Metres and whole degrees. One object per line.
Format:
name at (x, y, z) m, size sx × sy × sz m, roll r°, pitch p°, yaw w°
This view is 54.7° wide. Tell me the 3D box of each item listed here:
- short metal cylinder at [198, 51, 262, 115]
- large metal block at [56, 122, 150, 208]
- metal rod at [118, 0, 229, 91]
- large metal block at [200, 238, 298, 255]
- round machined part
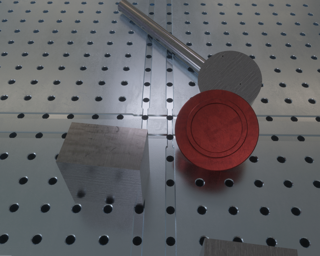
short metal cylinder at (0.092, -0.057, 0.419) m, size 0.080 × 0.050 × 0.080 m, roll -1°, pitch 78°, yaw 7°
large metal block at (-0.056, 0.042, 0.336) m, size 0.080 × 0.080 × 0.050 m, roll 5°, pitch 50°, yaw 4°
metal rod at (0.017, -0.147, 0.531) m, size 0.025 × 0.025 × 0.300 m, roll -30°, pitch 56°, yaw -23°
large metal block at (0.075, 0.148, 0.267) m, size 0.080 × 0.050 × 0.080 m, roll 6°, pitch 50°, yaw 5°
round machined part at (0.066, 0.002, 0.365) m, size 0.098 × 0.042 × 0.097 m, roll -1°, pitch 83°, yaw 9°
